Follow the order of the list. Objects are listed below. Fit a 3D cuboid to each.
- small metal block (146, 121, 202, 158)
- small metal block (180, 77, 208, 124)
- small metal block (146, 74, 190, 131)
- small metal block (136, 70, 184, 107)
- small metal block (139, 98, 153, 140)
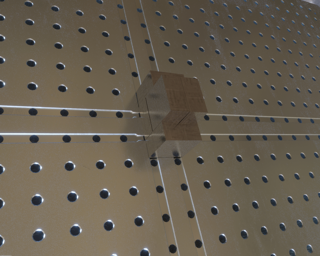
[{"bbox_3d":[0.016,0.015,0.390,0.050,0.050,0.025,1,61,-27],"label":"small metal block"},{"bbox_3d":[0.031,-0.029,0.394,0.025,0.050,0.050,1,61,-26],"label":"small metal block"},{"bbox_3d":[0.008,-0.030,0.381,0.025,0.050,0.050,2,61,-28],"label":"small metal block"},{"bbox_3d":[0.002,-0.051,0.422,0.050,0.050,0.025,2,61,-27],"label":"small metal block"},{"bbox_3d":[0.003,-0.012,0.416,0.050,0.025,0.050,1,61,-26],"label":"small metal block"}]
